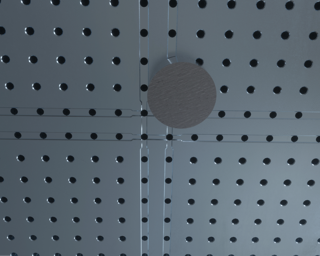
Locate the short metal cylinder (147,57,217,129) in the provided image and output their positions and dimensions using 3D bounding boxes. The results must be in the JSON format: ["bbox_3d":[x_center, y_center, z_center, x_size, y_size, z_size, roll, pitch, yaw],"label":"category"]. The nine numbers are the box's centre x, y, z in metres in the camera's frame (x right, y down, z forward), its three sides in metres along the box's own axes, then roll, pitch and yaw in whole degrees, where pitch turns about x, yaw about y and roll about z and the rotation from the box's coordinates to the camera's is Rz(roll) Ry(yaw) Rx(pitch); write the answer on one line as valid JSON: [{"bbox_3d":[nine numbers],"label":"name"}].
[{"bbox_3d":[0.026,-0.045,0.383,0.080,0.050,0.079,0,110,0],"label":"short metal cylinder"}]
